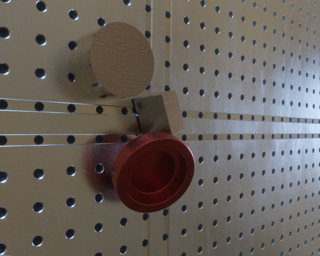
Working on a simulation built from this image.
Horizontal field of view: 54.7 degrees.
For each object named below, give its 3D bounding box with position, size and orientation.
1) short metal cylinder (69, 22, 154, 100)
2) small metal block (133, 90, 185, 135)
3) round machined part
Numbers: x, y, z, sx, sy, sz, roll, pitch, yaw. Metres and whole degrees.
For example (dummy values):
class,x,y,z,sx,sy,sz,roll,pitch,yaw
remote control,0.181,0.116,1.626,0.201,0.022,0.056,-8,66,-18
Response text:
class,x,y,z,sx,sy,sz,roll,pitch,yaw
short metal cylinder,-0.054,-0.072,0.348,0.081,0.050,0.079,0,90,-40
small metal block,-0.002,-0.018,0.390,0.025,0.050,0.050,-26,107,-44
round machined part,-0.011,0.049,0.374,0.099,0.042,0.097,-11,115,-23
